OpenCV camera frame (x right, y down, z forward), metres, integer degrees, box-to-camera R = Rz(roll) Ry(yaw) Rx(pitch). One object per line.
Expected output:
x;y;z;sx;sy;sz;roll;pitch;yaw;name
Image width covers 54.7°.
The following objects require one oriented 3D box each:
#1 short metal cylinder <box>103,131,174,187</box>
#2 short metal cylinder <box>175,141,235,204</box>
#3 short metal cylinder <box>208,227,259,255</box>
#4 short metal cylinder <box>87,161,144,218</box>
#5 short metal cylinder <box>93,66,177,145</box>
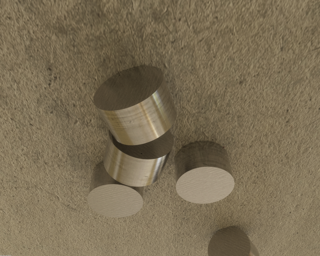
-0.028;0.027;0.394;0.081;0.080;0.050;11;129;-9;short metal cylinder
0.062;0.064;0.446;0.081;0.050;0.079;0;130;0;short metal cylinder
0.135;0.231;0.569;0.080;0.080;0.050;-23;126;18;short metal cylinder
-0.065;0.091;0.467;0.081;0.050;0.079;0;130;0;short metal cylinder
-0.027;-0.027;0.348;0.080;0.080;0.050;-14;129;11;short metal cylinder
